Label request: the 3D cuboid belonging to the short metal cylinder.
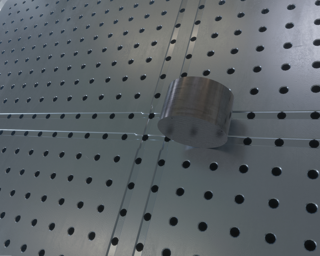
[{"bbox_3d":[0.042,-0.016,0.361,0.080,0.080,0.050,2,63,29],"label":"short metal cylinder"}]
